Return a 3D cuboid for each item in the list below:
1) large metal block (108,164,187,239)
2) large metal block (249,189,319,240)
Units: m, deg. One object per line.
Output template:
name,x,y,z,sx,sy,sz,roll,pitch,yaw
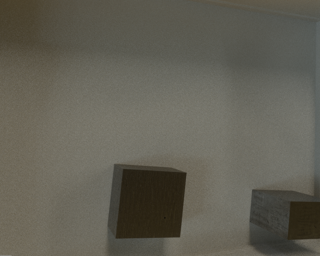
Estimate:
large metal block,-0.017,0.090,0.391,0.081,0.050,0.080,7,88,-20
large metal block,0.191,0.123,0.452,0.081,0.080,0.050,6,88,-20
